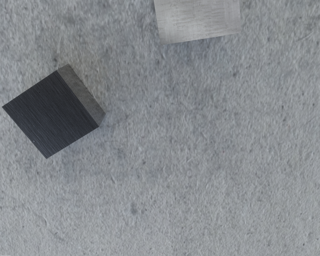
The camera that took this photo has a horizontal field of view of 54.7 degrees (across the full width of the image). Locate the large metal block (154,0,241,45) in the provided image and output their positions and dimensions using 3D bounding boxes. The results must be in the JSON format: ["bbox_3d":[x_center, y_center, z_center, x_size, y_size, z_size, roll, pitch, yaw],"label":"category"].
[{"bbox_3d":[0.036,-0.125,0.335,0.080,0.080,0.050,-8,110,2],"label":"large metal block"}]

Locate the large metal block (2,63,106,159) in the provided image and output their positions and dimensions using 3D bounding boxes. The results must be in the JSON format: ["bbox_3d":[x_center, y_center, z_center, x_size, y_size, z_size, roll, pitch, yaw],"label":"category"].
[{"bbox_3d":[-0.128,-0.022,0.387,0.080,0.050,0.080,-31,108,10],"label":"large metal block"}]
